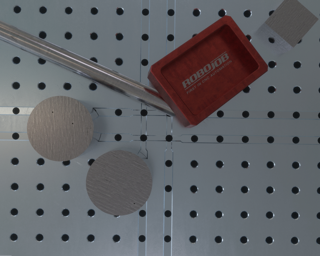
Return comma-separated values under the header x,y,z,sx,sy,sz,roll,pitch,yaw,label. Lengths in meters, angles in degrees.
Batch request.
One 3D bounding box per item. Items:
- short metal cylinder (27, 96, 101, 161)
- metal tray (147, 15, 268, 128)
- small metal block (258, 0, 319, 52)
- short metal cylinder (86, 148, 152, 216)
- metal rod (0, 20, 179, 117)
x,y,z,sx,sy,sz,roll,pitch,yaw,label
-0.121,0.001,0.400,0.081,0.050,0.079,0,90,0,short metal cylinder
0.061,-0.072,0.397,0.131,0.030,0.090,-37,90,-12,metal tray
0.171,-0.139,0.415,0.050,0.025,0.050,41,90,0,small metal block
-0.050,0.066,0.401,0.081,0.050,0.079,0,90,0,short metal cylinder
-0.114,-0.087,0.412,0.301,0.025,0.025,24,90,0,metal rod
